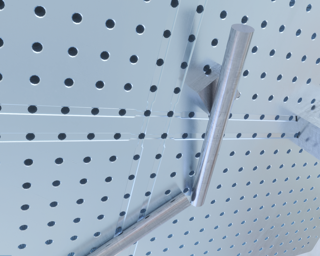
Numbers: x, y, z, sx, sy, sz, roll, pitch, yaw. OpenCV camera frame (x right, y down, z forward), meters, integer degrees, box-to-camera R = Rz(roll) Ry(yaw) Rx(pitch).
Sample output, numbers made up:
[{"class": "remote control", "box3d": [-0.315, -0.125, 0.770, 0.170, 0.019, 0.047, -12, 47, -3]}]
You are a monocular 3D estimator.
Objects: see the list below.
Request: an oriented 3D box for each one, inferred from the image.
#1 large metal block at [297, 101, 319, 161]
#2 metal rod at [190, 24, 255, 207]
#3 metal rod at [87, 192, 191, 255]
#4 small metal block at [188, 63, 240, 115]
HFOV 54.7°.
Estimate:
[{"class": "large metal block", "box3d": [0.298, -0.002, 0.556, 0.080, 0.050, 0.080, -30, 129, -9]}, {"class": "metal rod", "box3d": [0.076, 0.007, 0.428, 0.025, 0.025, 0.298, -12, 133, -22]}, {"class": "metal rod", "box3d": [-0.083, 0.194, 0.485, 0.301, 0.025, 0.025, -32, 129, -8]}, {"class": "small metal block", "box3d": [0.074, -0.050, 0.420, 0.050, 0.025, 0.050, -39, 129, -2]}]
